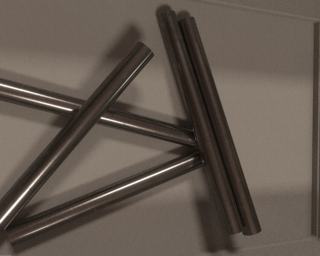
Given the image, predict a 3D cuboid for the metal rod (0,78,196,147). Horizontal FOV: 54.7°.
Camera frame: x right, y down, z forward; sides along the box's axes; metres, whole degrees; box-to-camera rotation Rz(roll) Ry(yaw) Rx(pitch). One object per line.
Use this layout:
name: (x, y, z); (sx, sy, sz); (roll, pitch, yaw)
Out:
metal rod: (-0.091, -0.021, 0.377); (0.302, 0.025, 0.025); (15, 85, -20)

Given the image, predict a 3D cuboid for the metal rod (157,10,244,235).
metal rod: (0.053, -0.009, 0.408); (0.025, 0.025, 0.298); (-16, 87, -20)

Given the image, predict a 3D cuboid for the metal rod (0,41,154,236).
metal rod: (-0.112, 0.022, 0.349); (0.025, 0.025, 0.300); (41, 84, -16)

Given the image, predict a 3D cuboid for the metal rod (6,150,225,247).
metal rod: (-0.034, 0.074, 0.398); (0.302, 0.025, 0.025); (-20, 97, -19)

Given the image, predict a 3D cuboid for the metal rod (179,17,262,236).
metal rod: (0.079, -0.004, 0.419); (0.025, 0.025, 0.298); (-16, 88, -20)
